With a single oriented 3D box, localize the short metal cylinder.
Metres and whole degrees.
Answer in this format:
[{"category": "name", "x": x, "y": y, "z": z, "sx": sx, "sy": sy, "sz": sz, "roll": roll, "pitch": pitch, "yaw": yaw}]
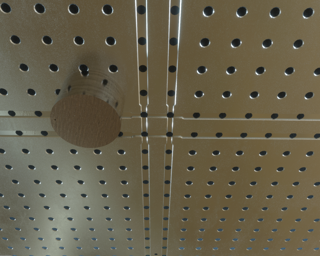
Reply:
[{"category": "short metal cylinder", "x": -0.085, "y": -0.022, "z": 0.376, "sx": 0.080, "sy": 0.050, "sz": 0.080, "roll": 0, "pitch": 130, "yaw": 0}]
